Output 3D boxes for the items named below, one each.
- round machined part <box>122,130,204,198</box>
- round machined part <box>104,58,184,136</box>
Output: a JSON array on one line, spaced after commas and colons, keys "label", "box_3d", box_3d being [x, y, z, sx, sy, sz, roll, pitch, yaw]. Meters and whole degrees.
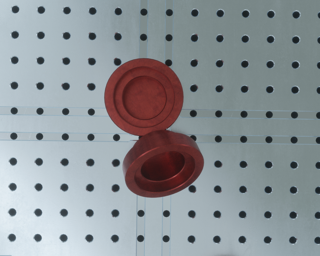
[{"label": "round machined part", "box_3d": [0.001, 0.041, 0.388, 0.099, 0.042, 0.097, -10, 134, -11]}, {"label": "round machined part", "box_3d": [-0.020, -0.038, 0.405, 0.099, 0.042, 0.097, 0, 90, -1]}]
